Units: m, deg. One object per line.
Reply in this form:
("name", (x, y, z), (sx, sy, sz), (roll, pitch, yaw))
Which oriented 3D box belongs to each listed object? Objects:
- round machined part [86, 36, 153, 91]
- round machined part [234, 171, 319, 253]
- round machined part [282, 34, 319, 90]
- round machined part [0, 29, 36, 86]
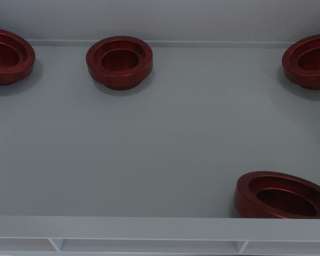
("round machined part", (-0.060, -0.095, 0.473), (0.099, 0.042, 0.098), (0, 50, 0))
("round machined part", (0.122, 0.083, 0.306), (0.099, 0.042, 0.098), (6, 18, -2))
("round machined part", (0.236, -0.094, 0.458), (0.098, 0.042, 0.098), (-18, 40, 16))
("round machined part", (-0.242, -0.101, 0.462), (0.099, 0.042, 0.098), (18, 44, -18))
